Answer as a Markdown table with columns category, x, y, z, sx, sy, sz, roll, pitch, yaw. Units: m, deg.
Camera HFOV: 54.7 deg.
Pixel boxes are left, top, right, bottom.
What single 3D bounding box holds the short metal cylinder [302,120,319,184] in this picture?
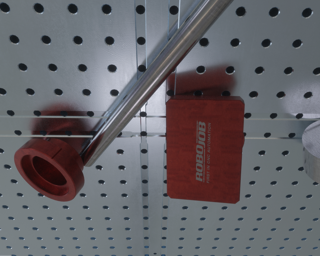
| category | x | y | z | sx | sy | sz | roll | pitch | yaw |
| --- | --- | --- | --- | --- | --- | --- | --- | --- | --- |
| short metal cylinder | 0.230 | 0.031 | 0.405 | 0.080 | 0.080 | 0.050 | -14 | 129 | 11 |

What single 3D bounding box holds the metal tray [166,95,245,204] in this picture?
| category | x | y | z | sx | sy | sz | roll | pitch | yaw |
| --- | --- | --- | --- | --- | --- | --- | --- | --- | --- |
| metal tray | 0.055 | 0.026 | 0.385 | 0.090 | 0.030 | 0.129 | 2 | 105 | 12 |

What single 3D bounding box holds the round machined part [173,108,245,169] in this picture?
| category | x | y | z | sx | sy | sz | roll | pitch | yaw |
| --- | --- | --- | --- | --- | --- | --- | --- | --- | --- |
| round machined part | 0.065 | 0.022 | 0.420 | 0.099 | 0.042 | 0.097 | 0 | 130 | 0 |

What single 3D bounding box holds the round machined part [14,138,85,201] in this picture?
| category | x | y | z | sx | sy | sz | roll | pitch | yaw |
| --- | --- | --- | --- | --- | --- | --- | --- | --- | --- |
| round machined part | -0.146 | 0.053 | 0.429 | 0.098 | 0.042 | 0.097 | 14 | 131 | 17 |

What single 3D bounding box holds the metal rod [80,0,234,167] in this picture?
| category | x | y | z | sx | sy | sz | roll | pitch | yaw |
| --- | --- | --- | --- | --- | --- | --- | --- | --- | --- |
| metal rod | -0.020 | -0.046 | 0.372 | 0.025 | 0.025 | 0.299 | 29 | 124 | -23 |
